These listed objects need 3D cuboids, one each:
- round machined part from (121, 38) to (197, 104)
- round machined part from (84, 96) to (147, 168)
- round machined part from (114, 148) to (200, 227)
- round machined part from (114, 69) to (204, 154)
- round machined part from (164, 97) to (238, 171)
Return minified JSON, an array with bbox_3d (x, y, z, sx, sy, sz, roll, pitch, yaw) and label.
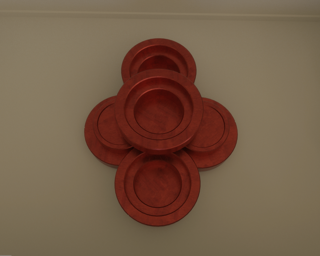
[{"bbox_3d":[-0.001,-0.070,0.424,0.099,0.042,0.098,0,70,-1],"label":"round machined part"},{"bbox_3d":[-0.048,0.001,0.398,0.099,0.042,0.098,0,70,-1],"label":"round machined part"},{"bbox_3d":[-0.003,0.069,0.373,0.099,0.042,0.098,0,70,-1],"label":"round machined part"},{"bbox_3d":[-0.001,-0.016,0.360,0.099,0.042,0.098,0,70,-1],"label":"round machined part"},{"bbox_3d":[0.051,0.004,0.397,0.099,0.042,0.098,0,70,-1],"label":"round machined part"}]
